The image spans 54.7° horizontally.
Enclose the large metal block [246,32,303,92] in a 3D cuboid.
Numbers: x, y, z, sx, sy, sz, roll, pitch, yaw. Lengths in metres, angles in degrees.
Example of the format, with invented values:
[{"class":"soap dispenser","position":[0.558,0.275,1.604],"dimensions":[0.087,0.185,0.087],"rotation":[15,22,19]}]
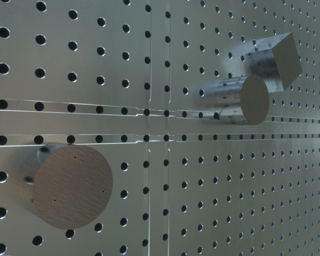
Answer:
[{"class":"large metal block","position":[0.212,-0.120,0.571],"dimensions":[0.080,0.050,0.080],"rotation":[-39,114,-33]}]

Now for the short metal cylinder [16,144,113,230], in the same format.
[{"class":"short metal cylinder","position":[-0.095,0.056,0.313],"dimensions":[0.081,0.050,0.079],"rotation":[0,90,-40]}]

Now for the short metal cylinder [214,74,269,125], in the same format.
[{"class":"short metal cylinder","position":[0.134,-0.044,0.505],"dimensions":[0.081,0.050,0.079],"rotation":[0,90,-40]}]
